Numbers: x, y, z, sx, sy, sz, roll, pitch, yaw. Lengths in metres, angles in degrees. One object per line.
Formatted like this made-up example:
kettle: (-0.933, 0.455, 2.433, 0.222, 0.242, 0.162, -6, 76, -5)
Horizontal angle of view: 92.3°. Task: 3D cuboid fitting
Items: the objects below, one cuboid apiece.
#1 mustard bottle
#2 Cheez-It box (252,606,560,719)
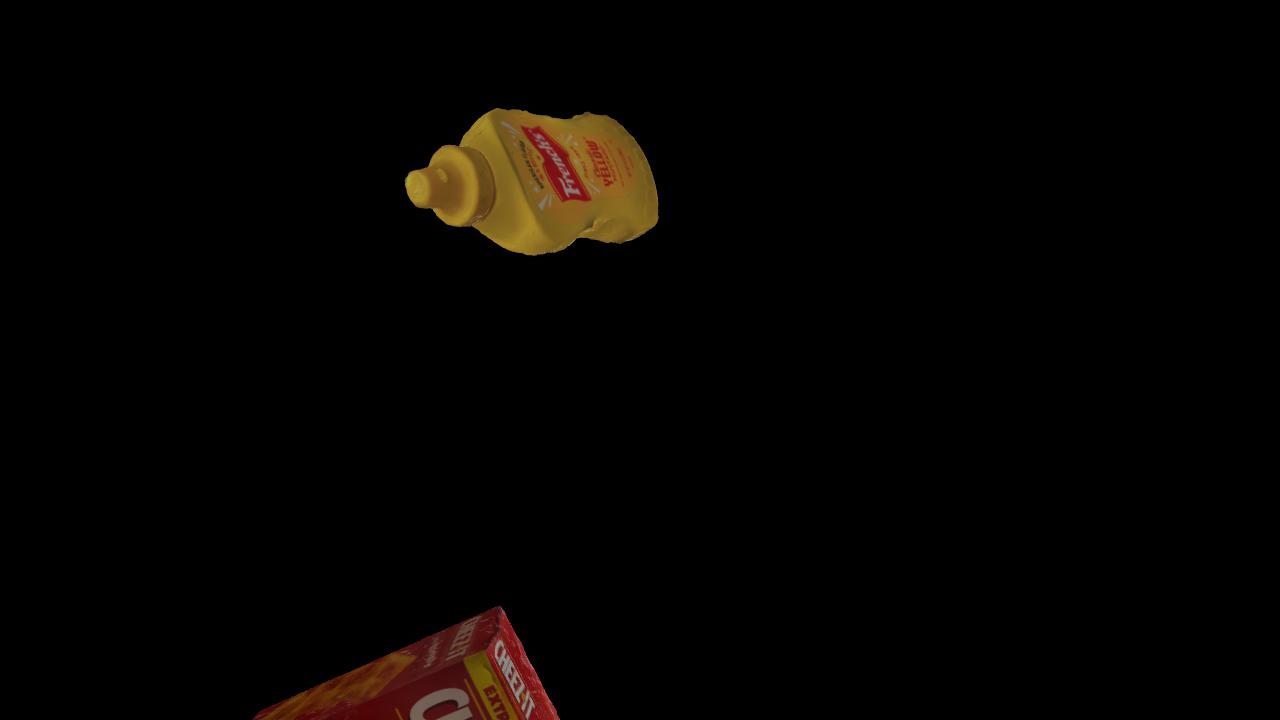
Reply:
mustard bottle: (-0.063, -0.110, 0.383, 0.054, 0.092, 0.184, -17, 5, 38)
Cheez-It box: (-0.175, 0.315, 0.472, 0.223, 0.166, 0.071, -24, 8, 2)
